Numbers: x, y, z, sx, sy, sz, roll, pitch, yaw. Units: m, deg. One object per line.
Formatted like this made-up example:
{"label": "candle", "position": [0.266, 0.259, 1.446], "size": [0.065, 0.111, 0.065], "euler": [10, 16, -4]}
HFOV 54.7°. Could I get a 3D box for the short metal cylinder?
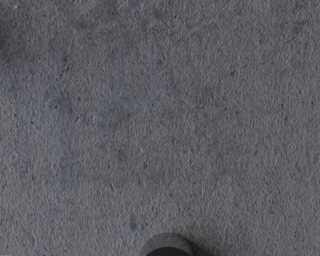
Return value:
{"label": "short metal cylinder", "position": [0.010, 0.183, 0.398], "size": [0.081, 0.050, 0.080], "euler": [0, 90, 0]}
